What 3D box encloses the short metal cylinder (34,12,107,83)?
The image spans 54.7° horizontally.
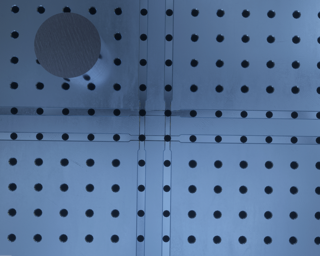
[{"bbox_3d":[-0.112,-0.100,0.399,0.081,0.050,0.079,0,90,-1],"label":"short metal cylinder"}]
